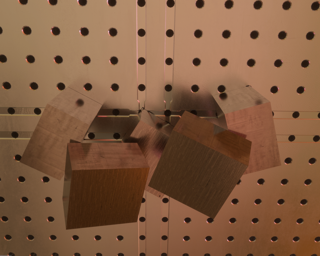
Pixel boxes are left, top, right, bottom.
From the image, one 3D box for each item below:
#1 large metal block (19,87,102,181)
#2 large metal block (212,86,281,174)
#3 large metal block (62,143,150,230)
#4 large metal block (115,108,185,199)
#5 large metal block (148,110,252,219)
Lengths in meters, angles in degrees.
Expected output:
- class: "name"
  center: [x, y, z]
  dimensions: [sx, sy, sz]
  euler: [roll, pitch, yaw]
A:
- class: "large metal block"
  center: [-0.119, 0.004, 0.383]
  dimensions: [0.050, 0.080, 0.080]
  euler: [28, 107, -10]
- class: "large metal block"
  center: [0.105, 0.000, 0.385]
  dimensions: [0.050, 0.080, 0.080]
  euler: [-15, 110, 5]
- class: "large metal block"
  center: [-0.064, 0.064, 0.353]
  dimensions: [0.081, 0.050, 0.079]
  euler: [1, 119, -23]
- class: "large metal block"
  center: [-0.011, 0.033, 0.411]
  dimensions: [0.080, 0.050, 0.080]
  euler: [31, 107, -11]
- class: "large metal block"
  center: [0.043, 0.040, 0.341]
  dimensions: [0.080, 0.050, 0.079]
  euler: [26, 122, 6]
